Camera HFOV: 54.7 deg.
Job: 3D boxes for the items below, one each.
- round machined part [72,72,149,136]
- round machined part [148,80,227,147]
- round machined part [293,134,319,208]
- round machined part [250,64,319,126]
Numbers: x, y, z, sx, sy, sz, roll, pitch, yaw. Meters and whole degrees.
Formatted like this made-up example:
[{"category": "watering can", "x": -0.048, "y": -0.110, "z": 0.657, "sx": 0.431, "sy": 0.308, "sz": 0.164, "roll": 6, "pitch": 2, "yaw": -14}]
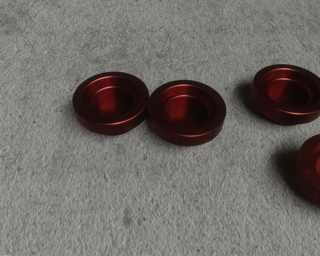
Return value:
[{"category": "round machined part", "x": -0.063, "y": -0.028, "z": 0.415, "sx": 0.099, "sy": 0.042, "sz": 0.098, "roll": 0, "pitch": 50, "yaw": 0}, {"category": "round machined part", "x": 0.033, "y": -0.015, "z": 0.403, "sx": 0.099, "sy": 0.042, "sz": 0.098, "roll": 1, "pitch": 50, "yaw": -1}, {"category": "round machined part", "x": 0.199, "y": 0.056, "z": 0.346, "sx": 0.099, "sy": 0.042, "sz": 0.098, "roll": 0, "pitch": 50, "yaw": 0}, {"category": "round machined part", "x": 0.174, "y": -0.041, "z": 0.428, "sx": 0.099, "sy": 0.042, "sz": 0.098, "roll": 0, "pitch": 50, "yaw": 0}]
